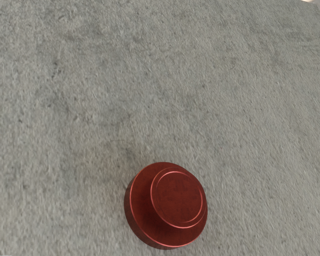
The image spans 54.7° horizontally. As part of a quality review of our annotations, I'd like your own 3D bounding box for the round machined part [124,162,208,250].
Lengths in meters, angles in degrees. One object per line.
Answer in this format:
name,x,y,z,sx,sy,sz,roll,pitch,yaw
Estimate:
round machined part,0.013,0.083,0.351,0.099,0.042,0.098,14,56,-21
